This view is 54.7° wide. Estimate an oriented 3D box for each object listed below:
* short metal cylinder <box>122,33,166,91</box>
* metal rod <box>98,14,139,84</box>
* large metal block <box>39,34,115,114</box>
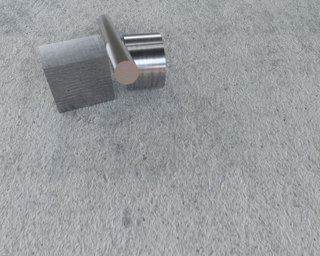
[{"bbox_3d":[-0.025,-0.095,0.446,0.050,0.080,0.080,-6,50,-10],"label":"short metal cylinder"},{"bbox_3d":[-0.068,-0.126,0.441,0.025,0.025,0.300,-11,30,-9],"label":"metal rod"},{"bbox_3d":[-0.112,-0.074,0.429,0.081,0.080,0.050,-16,52,-13],"label":"large metal block"}]
